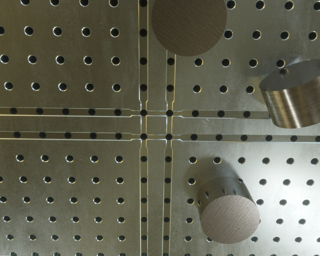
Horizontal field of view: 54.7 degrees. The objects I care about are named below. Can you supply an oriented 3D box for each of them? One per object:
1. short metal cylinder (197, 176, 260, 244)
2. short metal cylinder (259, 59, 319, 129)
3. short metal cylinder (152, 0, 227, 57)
[{"bbox_3d":[0.095,0.117,0.444,0.081,0.050,0.079,0,110,0],"label":"short metal cylinder"},{"bbox_3d":[0.167,-0.042,0.370,0.080,0.080,0.050,-24,108,8],"label":"short metal cylinder"},{"bbox_3d":[0.031,-0.125,0.354,0.081,0.050,0.079,0,110,0],"label":"short metal cylinder"}]
